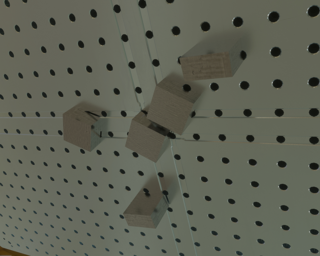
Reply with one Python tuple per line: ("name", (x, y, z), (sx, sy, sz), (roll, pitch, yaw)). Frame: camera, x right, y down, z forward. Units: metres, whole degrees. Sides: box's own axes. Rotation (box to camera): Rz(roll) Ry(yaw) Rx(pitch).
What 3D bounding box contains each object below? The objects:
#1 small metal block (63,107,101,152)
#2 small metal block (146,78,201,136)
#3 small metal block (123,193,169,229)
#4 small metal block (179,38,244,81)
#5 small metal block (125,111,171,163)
("small metal block", (-0.120, 0.002, 0.477), (0.050, 0.025, 0.050), (21, 127, 15))
("small metal block", (0.016, -0.026, 0.387), (0.050, 0.025, 0.050), (27, 128, 11))
("small metal block", (-0.021, 0.128, 0.486), (0.050, 0.050, 0.025), (-5, 116, 30))
("small metal block", (0.055, -0.071, 0.322), (0.050, 0.050, 0.025), (-1, 118, 29))
("small metal block", (-0.016, 0.013, 0.428), (0.050, 0.025, 0.050), (27, 128, 11))
